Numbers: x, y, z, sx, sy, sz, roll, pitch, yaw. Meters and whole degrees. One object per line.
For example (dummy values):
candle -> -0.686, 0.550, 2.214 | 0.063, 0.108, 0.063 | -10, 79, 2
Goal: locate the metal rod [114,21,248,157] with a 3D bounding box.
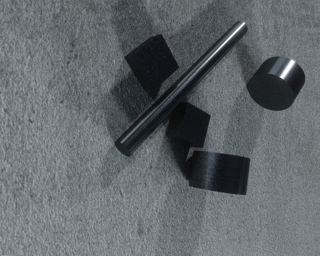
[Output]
metal rod -> 0.045, -0.071, 0.441 | 0.301, 0.025, 0.025 | -47, 118, -30

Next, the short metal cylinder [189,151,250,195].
short metal cylinder -> 0.084, 0.063, 0.439 | 0.081, 0.080, 0.050 | 14, 81, -39

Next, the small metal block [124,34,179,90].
small metal block -> -0.009, -0.084, 0.396 | 0.050, 0.025, 0.050 | -46, 118, -30

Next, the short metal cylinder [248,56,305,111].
short metal cylinder -> 0.201, -0.076, 0.537 | 0.050, 0.080, 0.080 | -49, 119, -29

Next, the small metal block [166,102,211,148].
small metal block -> 0.041, -0.003, 0.439 | 0.050, 0.025, 0.050 | 25, 74, -37
